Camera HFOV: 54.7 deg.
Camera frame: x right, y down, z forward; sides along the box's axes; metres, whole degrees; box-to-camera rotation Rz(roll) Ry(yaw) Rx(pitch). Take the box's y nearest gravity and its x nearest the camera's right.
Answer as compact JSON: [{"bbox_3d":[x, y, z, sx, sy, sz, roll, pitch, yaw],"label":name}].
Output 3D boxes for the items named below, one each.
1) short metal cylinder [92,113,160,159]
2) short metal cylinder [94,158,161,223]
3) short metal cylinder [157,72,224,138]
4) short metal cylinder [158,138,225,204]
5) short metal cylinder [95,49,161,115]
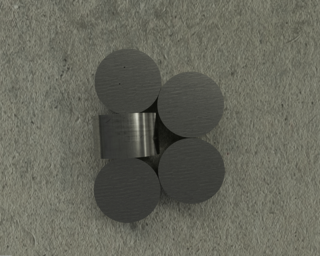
[{"bbox_3d":[-0.042,0.009,0.383,0.080,0.080,0.050,-3,90,0],"label":"short metal cylinder"},{"bbox_3d":[-0.039,0.074,0.398,0.080,0.050,0.080,0,90,1],"label":"short metal cylinder"},{"bbox_3d":[0.037,-0.029,0.398,0.081,0.050,0.080,0,91,0],"label":"short metal cylinder"},{"bbox_3d":[0.038,0.051,0.398,0.080,0.050,0.080,0,91,1],"label":"short metal cylinder"},{"bbox_3d":[-0.038,-0.056,0.398,0.080,0.050,0.080,0,90,1],"label":"short metal cylinder"}]
